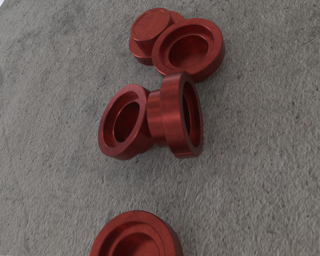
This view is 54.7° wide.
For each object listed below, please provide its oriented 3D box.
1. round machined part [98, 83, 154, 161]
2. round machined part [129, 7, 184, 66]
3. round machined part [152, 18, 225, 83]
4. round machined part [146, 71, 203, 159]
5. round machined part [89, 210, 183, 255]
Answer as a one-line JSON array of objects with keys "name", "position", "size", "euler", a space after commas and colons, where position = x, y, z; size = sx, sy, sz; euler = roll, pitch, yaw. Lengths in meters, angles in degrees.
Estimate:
[{"name": "round machined part", "position": [-0.035, -0.005, 0.400], "size": [0.098, 0.042, 0.098], "euler": [-27, 51, 39]}, {"name": "round machined part", "position": [-0.007, -0.150, 0.489], "size": [0.098, 0.042, 0.098], "euler": [-13, 56, 21]}, {"name": "round machined part", "position": [0.042, -0.100, 0.429], "size": [0.098, 0.042, 0.098], "euler": [-10, 61, 19]}, {"name": "round machined part", "position": [0.017, -0.013, 0.355], "size": [0.042, 0.098, 0.098], "euler": [-8, 58, 20]}, {"name": "round machined part", "position": [-0.021, 0.139, 0.319], "size": [0.098, 0.042, 0.098], "euler": [-13, 56, 21]}]
